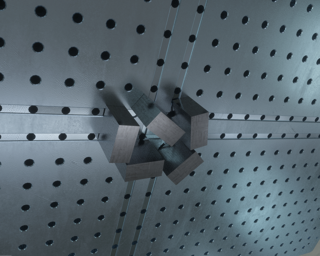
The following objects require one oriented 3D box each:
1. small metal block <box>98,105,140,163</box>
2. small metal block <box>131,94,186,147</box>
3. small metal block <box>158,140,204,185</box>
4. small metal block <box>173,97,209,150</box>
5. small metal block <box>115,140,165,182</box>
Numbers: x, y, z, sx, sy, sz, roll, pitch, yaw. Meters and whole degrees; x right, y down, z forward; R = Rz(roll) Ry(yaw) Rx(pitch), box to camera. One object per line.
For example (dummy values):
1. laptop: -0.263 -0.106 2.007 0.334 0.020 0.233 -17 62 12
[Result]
1. small metal block: -0.051 0.007 0.371 0.025 0.050 0.050 4 117 -30
2. small metal block: -0.002 -0.010 0.387 0.025 0.050 0.050 -47 130 6
3. small metal block: 0.024 0.043 0.433 0.050 0.050 0.025 -41 128 -1
4. small metal block: 0.040 -0.007 0.411 0.025 0.050 0.050 -15 124 -20
5. small metal block: -0.029 0.041 0.404 0.050 0.050 0.025 -5 121 -26
